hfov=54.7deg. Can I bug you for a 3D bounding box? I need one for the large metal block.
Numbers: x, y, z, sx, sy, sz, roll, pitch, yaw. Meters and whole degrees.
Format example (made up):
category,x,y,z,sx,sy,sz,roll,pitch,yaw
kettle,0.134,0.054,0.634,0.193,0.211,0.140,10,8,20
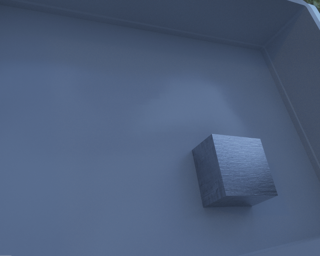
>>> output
category,x,y,z,sx,sy,sz,roll,pitch,yaw
large metal block,0.096,0.058,0.408,0.081,0.050,0.080,6,59,-26
